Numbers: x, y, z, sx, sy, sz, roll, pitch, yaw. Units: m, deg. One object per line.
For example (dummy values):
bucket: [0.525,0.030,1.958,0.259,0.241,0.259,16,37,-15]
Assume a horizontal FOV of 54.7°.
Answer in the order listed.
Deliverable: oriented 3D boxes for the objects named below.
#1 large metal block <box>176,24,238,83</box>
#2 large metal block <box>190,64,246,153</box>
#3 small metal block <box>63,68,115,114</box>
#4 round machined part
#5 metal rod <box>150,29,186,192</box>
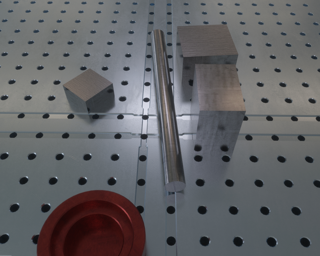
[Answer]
large metal block: [0.071,-0.119,0.492,0.081,0.050,0.080,-3,50,-3]
large metal block: [0.069,-0.024,0.392,0.050,0.080,0.080,0,50,0]
small metal block: [-0.103,-0.055,0.453,0.050,0.025,0.050,34,58,25]
round machined part: [-0.062,0.114,0.300,0.099,0.042,0.098,0,50,0]
metal rod: [0.006,-0.048,0.447,0.025,0.025,0.300,-3,50,-3]
